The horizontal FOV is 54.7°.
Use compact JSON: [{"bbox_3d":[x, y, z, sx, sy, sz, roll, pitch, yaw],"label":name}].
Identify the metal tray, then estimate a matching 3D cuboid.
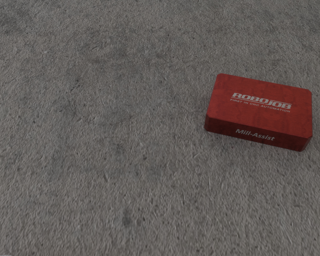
[{"bbox_3d":[0.134,-0.025,0.421,0.131,0.030,0.090,13,51,10],"label":"metal tray"}]
